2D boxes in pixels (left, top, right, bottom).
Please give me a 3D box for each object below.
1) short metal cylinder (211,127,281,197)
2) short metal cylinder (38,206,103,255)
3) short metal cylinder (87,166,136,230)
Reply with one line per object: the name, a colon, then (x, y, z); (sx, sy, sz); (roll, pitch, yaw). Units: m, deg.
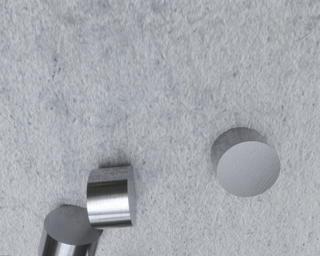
short metal cylinder: (0.112, 0.045, 0.415); (0.081, 0.050, 0.079); (0, 110, -1)
short metal cylinder: (-0.125, 0.155, 0.436); (0.080, 0.080, 0.050); (16, 109, -6)
short metal cylinder: (-0.062, 0.093, 0.414); (0.050, 0.080, 0.079); (-5, 110, 1)
